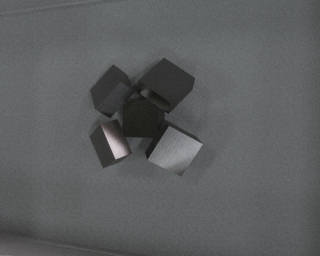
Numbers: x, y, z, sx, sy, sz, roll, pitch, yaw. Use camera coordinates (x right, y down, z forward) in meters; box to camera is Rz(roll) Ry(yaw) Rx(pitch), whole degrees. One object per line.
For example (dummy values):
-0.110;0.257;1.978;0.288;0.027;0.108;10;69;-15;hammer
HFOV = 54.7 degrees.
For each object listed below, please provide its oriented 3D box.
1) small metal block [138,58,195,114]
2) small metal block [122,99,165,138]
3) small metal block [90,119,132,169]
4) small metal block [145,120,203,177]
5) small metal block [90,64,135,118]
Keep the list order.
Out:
0.008;-0.054;0.393;0.050;0.025;0.050;37;64;16;small metal block
-0.022;-0.012;0.415;0.050;0.025;0.050;2;91;20;small metal block
-0.068;0.022;0.420;0.050;0.025;0.050;-36;76;55;small metal block
0.017;0.026;0.390;0.050;0.025;0.050;29;101;-17;small metal block
-0.065;-0.050;0.418;0.050;0.025;0.050;-44;39;15;small metal block
